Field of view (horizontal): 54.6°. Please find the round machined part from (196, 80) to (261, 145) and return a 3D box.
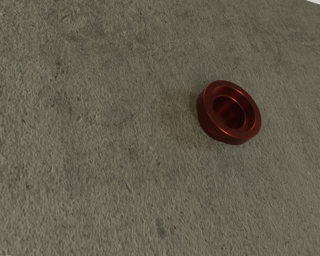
[{"bbox_3d":[0.096,-0.018,0.455,0.099,0.042,0.098,13,56,-21],"label":"round machined part"}]
